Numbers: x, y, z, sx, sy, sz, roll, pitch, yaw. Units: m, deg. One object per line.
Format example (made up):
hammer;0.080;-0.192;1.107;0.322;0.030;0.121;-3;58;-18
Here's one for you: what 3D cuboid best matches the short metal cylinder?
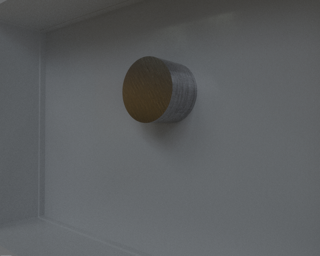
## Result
short metal cylinder;-0.001;-0.046;0.390;0.080;0.050;0.079;0;90;39
